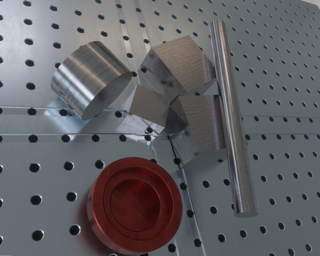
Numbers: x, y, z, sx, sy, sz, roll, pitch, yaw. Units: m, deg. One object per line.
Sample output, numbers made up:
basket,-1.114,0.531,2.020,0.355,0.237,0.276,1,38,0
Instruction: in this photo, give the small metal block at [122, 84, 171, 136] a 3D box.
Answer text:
small metal block,-0.017,-0.024,0.413,0.050,0.025,0.050,23,53,-15

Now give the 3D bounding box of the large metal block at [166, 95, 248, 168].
large metal block,0.060,0.002,0.423,0.081,0.050,0.080,-6,65,-31

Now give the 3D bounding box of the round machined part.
round machined part,-0.029,0.084,0.330,0.099,0.042,0.098,14,56,-21

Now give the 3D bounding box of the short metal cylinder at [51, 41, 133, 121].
short metal cylinder,-0.079,-0.054,0.364,0.050,0.080,0.080,45,51,3

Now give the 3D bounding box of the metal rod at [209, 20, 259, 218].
metal rod,0.093,-0.034,0.414,0.025,0.025,0.299,13,56,-21

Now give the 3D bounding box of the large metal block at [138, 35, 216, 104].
large metal block,0.030,-0.083,0.458,0.081,0.050,0.080,-30,79,-38
